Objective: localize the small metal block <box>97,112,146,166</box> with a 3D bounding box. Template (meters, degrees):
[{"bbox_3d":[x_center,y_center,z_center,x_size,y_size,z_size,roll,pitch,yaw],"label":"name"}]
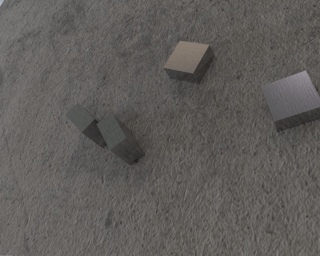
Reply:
[{"bbox_3d":[-0.051,0.015,0.405,0.025,0.050,0.050,-38,51,3],"label":"small metal block"}]

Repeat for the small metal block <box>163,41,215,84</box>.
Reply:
[{"bbox_3d":[0.041,-0.094,0.440,0.050,0.025,0.050,19,72,35],"label":"small metal block"}]

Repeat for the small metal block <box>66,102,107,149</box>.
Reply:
[{"bbox_3d":[-0.099,-0.003,0.442,0.025,0.050,0.050,-48,51,-5],"label":"small metal block"}]

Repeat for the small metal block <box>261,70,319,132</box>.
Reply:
[{"bbox_3d":[0.147,-0.029,0.345,0.050,0.025,0.050,-19,54,16],"label":"small metal block"}]
